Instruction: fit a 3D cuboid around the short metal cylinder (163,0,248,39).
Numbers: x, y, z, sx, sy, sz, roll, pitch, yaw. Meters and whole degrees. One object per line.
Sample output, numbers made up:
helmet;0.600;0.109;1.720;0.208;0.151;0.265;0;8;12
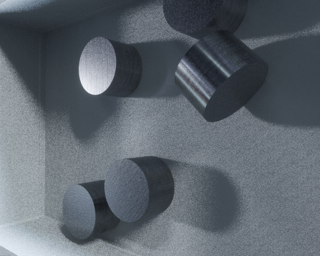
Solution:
short metal cylinder;0.050;-0.141;0.348;0.080;0.050;0.079;0;90;39

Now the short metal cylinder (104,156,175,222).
short metal cylinder;-0.028;0.079;0.412;0.080;0.050;0.079;0;90;39

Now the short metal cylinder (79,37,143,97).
short metal cylinder;-0.072;-0.086;0.447;0.080;0.050;0.079;0;90;39

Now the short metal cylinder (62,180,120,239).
short metal cylinder;-0.104;0.123;0.474;0.080;0.050;0.079;0;90;39

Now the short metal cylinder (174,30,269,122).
short metal cylinder;0.062;-0.052;0.318;0.050;0.081;0.080;52;120;27
